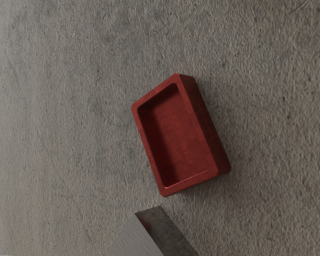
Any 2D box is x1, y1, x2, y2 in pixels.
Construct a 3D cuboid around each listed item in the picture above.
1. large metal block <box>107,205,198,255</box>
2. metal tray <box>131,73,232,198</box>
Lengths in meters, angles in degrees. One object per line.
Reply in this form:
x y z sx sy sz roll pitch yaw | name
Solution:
-0.012 0.161 0.399 0.080 0.050 0.080 48 118 29 | large metal block
0.021 0.010 0.384 0.090 0.030 0.130 -32 71 35 | metal tray
